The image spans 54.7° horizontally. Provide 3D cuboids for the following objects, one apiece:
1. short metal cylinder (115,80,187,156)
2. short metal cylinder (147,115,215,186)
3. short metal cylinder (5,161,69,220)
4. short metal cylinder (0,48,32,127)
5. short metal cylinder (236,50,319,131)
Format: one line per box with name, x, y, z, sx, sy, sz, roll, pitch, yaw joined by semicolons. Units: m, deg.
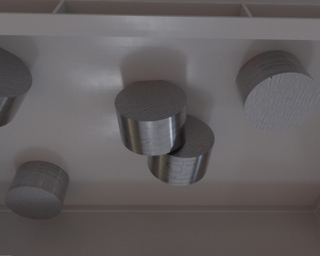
short metal cylinder;-0.009;-0.013;0.362;0.080;0.080;0.050;-3;130;2
short metal cylinder;0.025;0.027;0.396;0.081;0.080;0.050;3;130;-3
short metal cylinder;-0.185;0.095;0.471;0.081;0.050;0.079;0;130;0
short metal cylinder;-0.187;-0.046;0.331;0.080;0.080;0.050;29;124;-23
short metal cylinder;0.133;-0.042;0.359;0.081;0.050;0.079;0;130;0
